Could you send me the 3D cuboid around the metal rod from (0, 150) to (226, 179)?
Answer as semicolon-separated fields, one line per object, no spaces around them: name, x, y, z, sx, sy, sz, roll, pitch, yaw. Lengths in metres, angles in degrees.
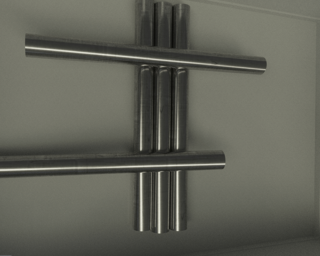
metal rod;-0.068;0.042;0.365;0.302;0.025;0.025;0;90;-13

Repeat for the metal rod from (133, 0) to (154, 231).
metal rod;-0.021;-0.019;0.402;0.025;0.025;0.298;1;90;-20

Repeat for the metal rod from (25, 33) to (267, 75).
metal rod;-0.001;-0.088;0.382;0.302;0.025;0.025;0;90;-20

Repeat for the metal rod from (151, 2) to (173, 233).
metal rod;0.002;-0.014;0.410;0.025;0.025;0.298;1;90;-20

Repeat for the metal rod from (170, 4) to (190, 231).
metal rod;0.026;-0.014;0.418;0.025;0.025;0.298;1;90;-20
